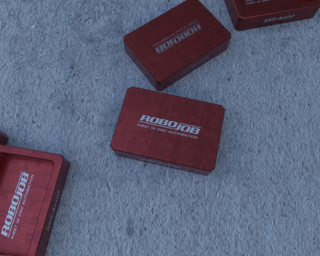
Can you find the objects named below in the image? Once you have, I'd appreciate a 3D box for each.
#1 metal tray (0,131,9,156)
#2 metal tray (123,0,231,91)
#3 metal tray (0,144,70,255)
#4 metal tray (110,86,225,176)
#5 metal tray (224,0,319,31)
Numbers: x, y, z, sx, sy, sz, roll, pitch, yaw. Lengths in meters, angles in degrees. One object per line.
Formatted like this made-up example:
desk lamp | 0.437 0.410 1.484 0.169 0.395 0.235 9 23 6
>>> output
metal tray | -0.276 0.030 0.392 0.131 0.030 0.090 15 71 5
metal tray | 0.025 -0.124 0.451 0.131 0.030 0.090 -34 74 -12
metal tray | -0.171 0.091 0.370 0.090 0.030 0.130 9 70 3
metal tray | 0.011 0.003 0.404 0.131 0.030 0.090 12 70 4
metal tray | 0.170 -0.206 0.481 0.131 0.030 0.090 -11 70 -4
